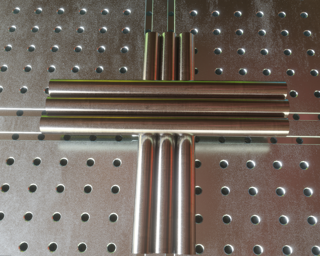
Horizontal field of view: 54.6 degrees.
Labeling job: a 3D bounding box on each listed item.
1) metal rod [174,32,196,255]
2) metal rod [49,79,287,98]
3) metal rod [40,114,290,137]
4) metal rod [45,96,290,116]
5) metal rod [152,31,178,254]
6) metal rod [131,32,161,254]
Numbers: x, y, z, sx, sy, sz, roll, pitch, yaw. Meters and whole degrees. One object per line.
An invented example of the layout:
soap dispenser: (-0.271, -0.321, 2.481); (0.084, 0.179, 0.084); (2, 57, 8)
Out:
metal rod: (0.034, 0.006, 0.410); (0.025, 0.025, 0.299); (2, 70, 1)
metal rod: (0.010, -0.050, 0.404); (0.302, 0.025, 0.025); (1, 70, 0)
metal rod: (0.006, -0.003, 0.386); (0.302, 0.025, 0.025); (1, 70, 0)
metal rod: (0.009, -0.027, 0.395); (0.302, 0.025, 0.025); (1, 70, 0)
metal rod: (0.009, 0.004, 0.410); (0.025, 0.025, 0.299); (2, 70, 1)
metal rod: (-0.016, 0.005, 0.410); (0.025, 0.025, 0.299); (2, 70, 1)
